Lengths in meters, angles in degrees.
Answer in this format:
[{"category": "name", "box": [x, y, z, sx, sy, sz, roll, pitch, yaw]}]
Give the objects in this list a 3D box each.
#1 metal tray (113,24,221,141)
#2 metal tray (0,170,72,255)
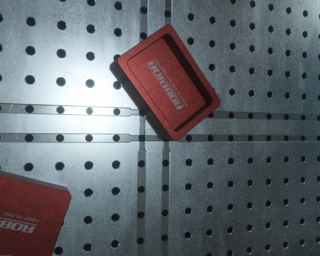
[{"category": "metal tray", "box": [0.011, -0.058, 0.414, 0.090, 0.030, 0.130, -39, 103, -16]}, {"category": "metal tray", "box": [-0.177, 0.097, 0.345, 0.131, 0.030, 0.090, 20, 83, -19]}]
